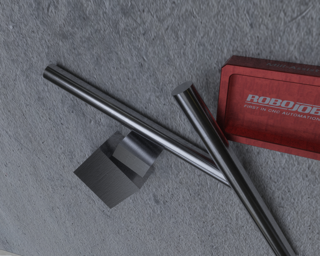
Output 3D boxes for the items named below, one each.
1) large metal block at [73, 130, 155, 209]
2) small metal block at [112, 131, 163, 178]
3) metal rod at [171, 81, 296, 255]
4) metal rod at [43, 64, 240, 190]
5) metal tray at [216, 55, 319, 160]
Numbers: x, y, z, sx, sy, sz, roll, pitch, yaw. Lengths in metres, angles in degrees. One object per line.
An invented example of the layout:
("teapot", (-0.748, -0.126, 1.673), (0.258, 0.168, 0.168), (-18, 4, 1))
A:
("large metal block", (-0.069, 0.063, 0.464), (0.080, 0.050, 0.080), (46, 129, -5))
("small metal block", (-0.028, 0.031, 0.423), (0.050, 0.050, 0.025), (36, 129, 4))
("metal rod", (0.101, 0.073, 0.371), (0.025, 0.025, 0.299), (-18, 117, 35))
("metal rod", (-0.027, -0.005, 0.416), (0.301, 0.025, 0.025), (30, 128, 8))
("metal tray", (0.128, -0.021, 0.322), (0.130, 0.030, 0.089), (13, 124, 20))
